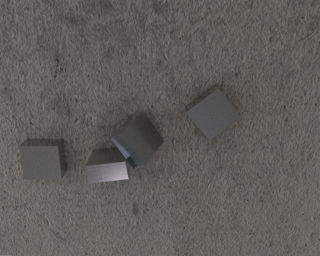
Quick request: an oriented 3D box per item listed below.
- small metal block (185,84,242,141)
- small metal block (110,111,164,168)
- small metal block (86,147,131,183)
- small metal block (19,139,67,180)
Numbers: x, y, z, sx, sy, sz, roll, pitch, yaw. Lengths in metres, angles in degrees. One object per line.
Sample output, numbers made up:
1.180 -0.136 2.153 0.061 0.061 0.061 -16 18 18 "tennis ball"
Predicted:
0.068 -0.020 0.403 0.050 0.025 0.050 -37 106 12 "small metal block"
-0.028 0.014 0.398 0.025 0.050 0.050 -18 113 41 "small metal block"
-0.066 0.048 0.413 0.050 0.050 0.025 -7 110 2 "small metal block"
-0.159 0.043 0.424 0.050 0.025 0.050 0 110 -1 "small metal block"
